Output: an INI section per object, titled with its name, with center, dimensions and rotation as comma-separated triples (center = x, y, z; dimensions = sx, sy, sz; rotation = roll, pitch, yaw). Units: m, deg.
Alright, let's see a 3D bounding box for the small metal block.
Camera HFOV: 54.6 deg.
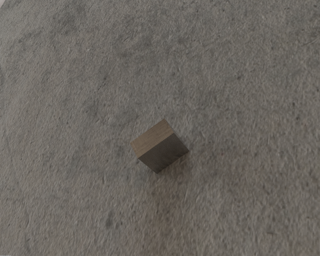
[small metal block]
center = 0.001, 0.023, 0.374
dimensions = 0.050, 0.050, 0.025
rotation = -36, 51, 5
